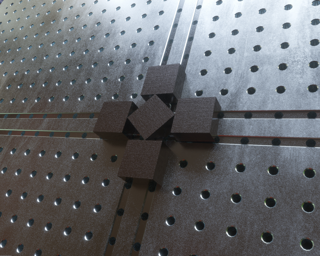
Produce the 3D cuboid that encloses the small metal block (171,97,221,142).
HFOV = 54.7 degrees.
[{"bbox_3d":[0.046,-0.010,0.389,0.050,0.025,0.050,0,62,27],"label":"small metal block"}]

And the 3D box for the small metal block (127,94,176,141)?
[{"bbox_3d":[-0.008,-0.010,0.417,0.050,0.025,0.050,-41,51,0],"label":"small metal block"}]

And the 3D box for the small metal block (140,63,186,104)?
[{"bbox_3d":[0.005,-0.062,0.442,0.050,0.025,0.050,0,61,27],"label":"small metal block"}]

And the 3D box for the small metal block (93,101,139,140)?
[{"bbox_3d":[-0.061,-0.011,0.445,0.050,0.025,0.050,2,62,28],"label":"small metal block"}]

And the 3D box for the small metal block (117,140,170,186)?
[{"bbox_3d":[-0.020,0.043,0.391,0.050,0.025,0.050,1,62,28],"label":"small metal block"}]
